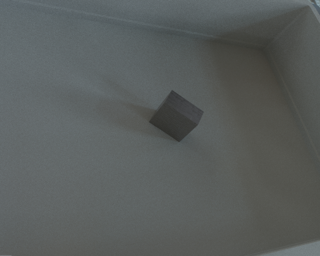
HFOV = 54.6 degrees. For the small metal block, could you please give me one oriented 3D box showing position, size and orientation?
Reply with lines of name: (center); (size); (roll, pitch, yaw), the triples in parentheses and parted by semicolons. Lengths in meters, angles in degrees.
small metal block: (0.021, -0.015, 0.409); (0.050, 0.050, 0.025); (34, 52, -6)
